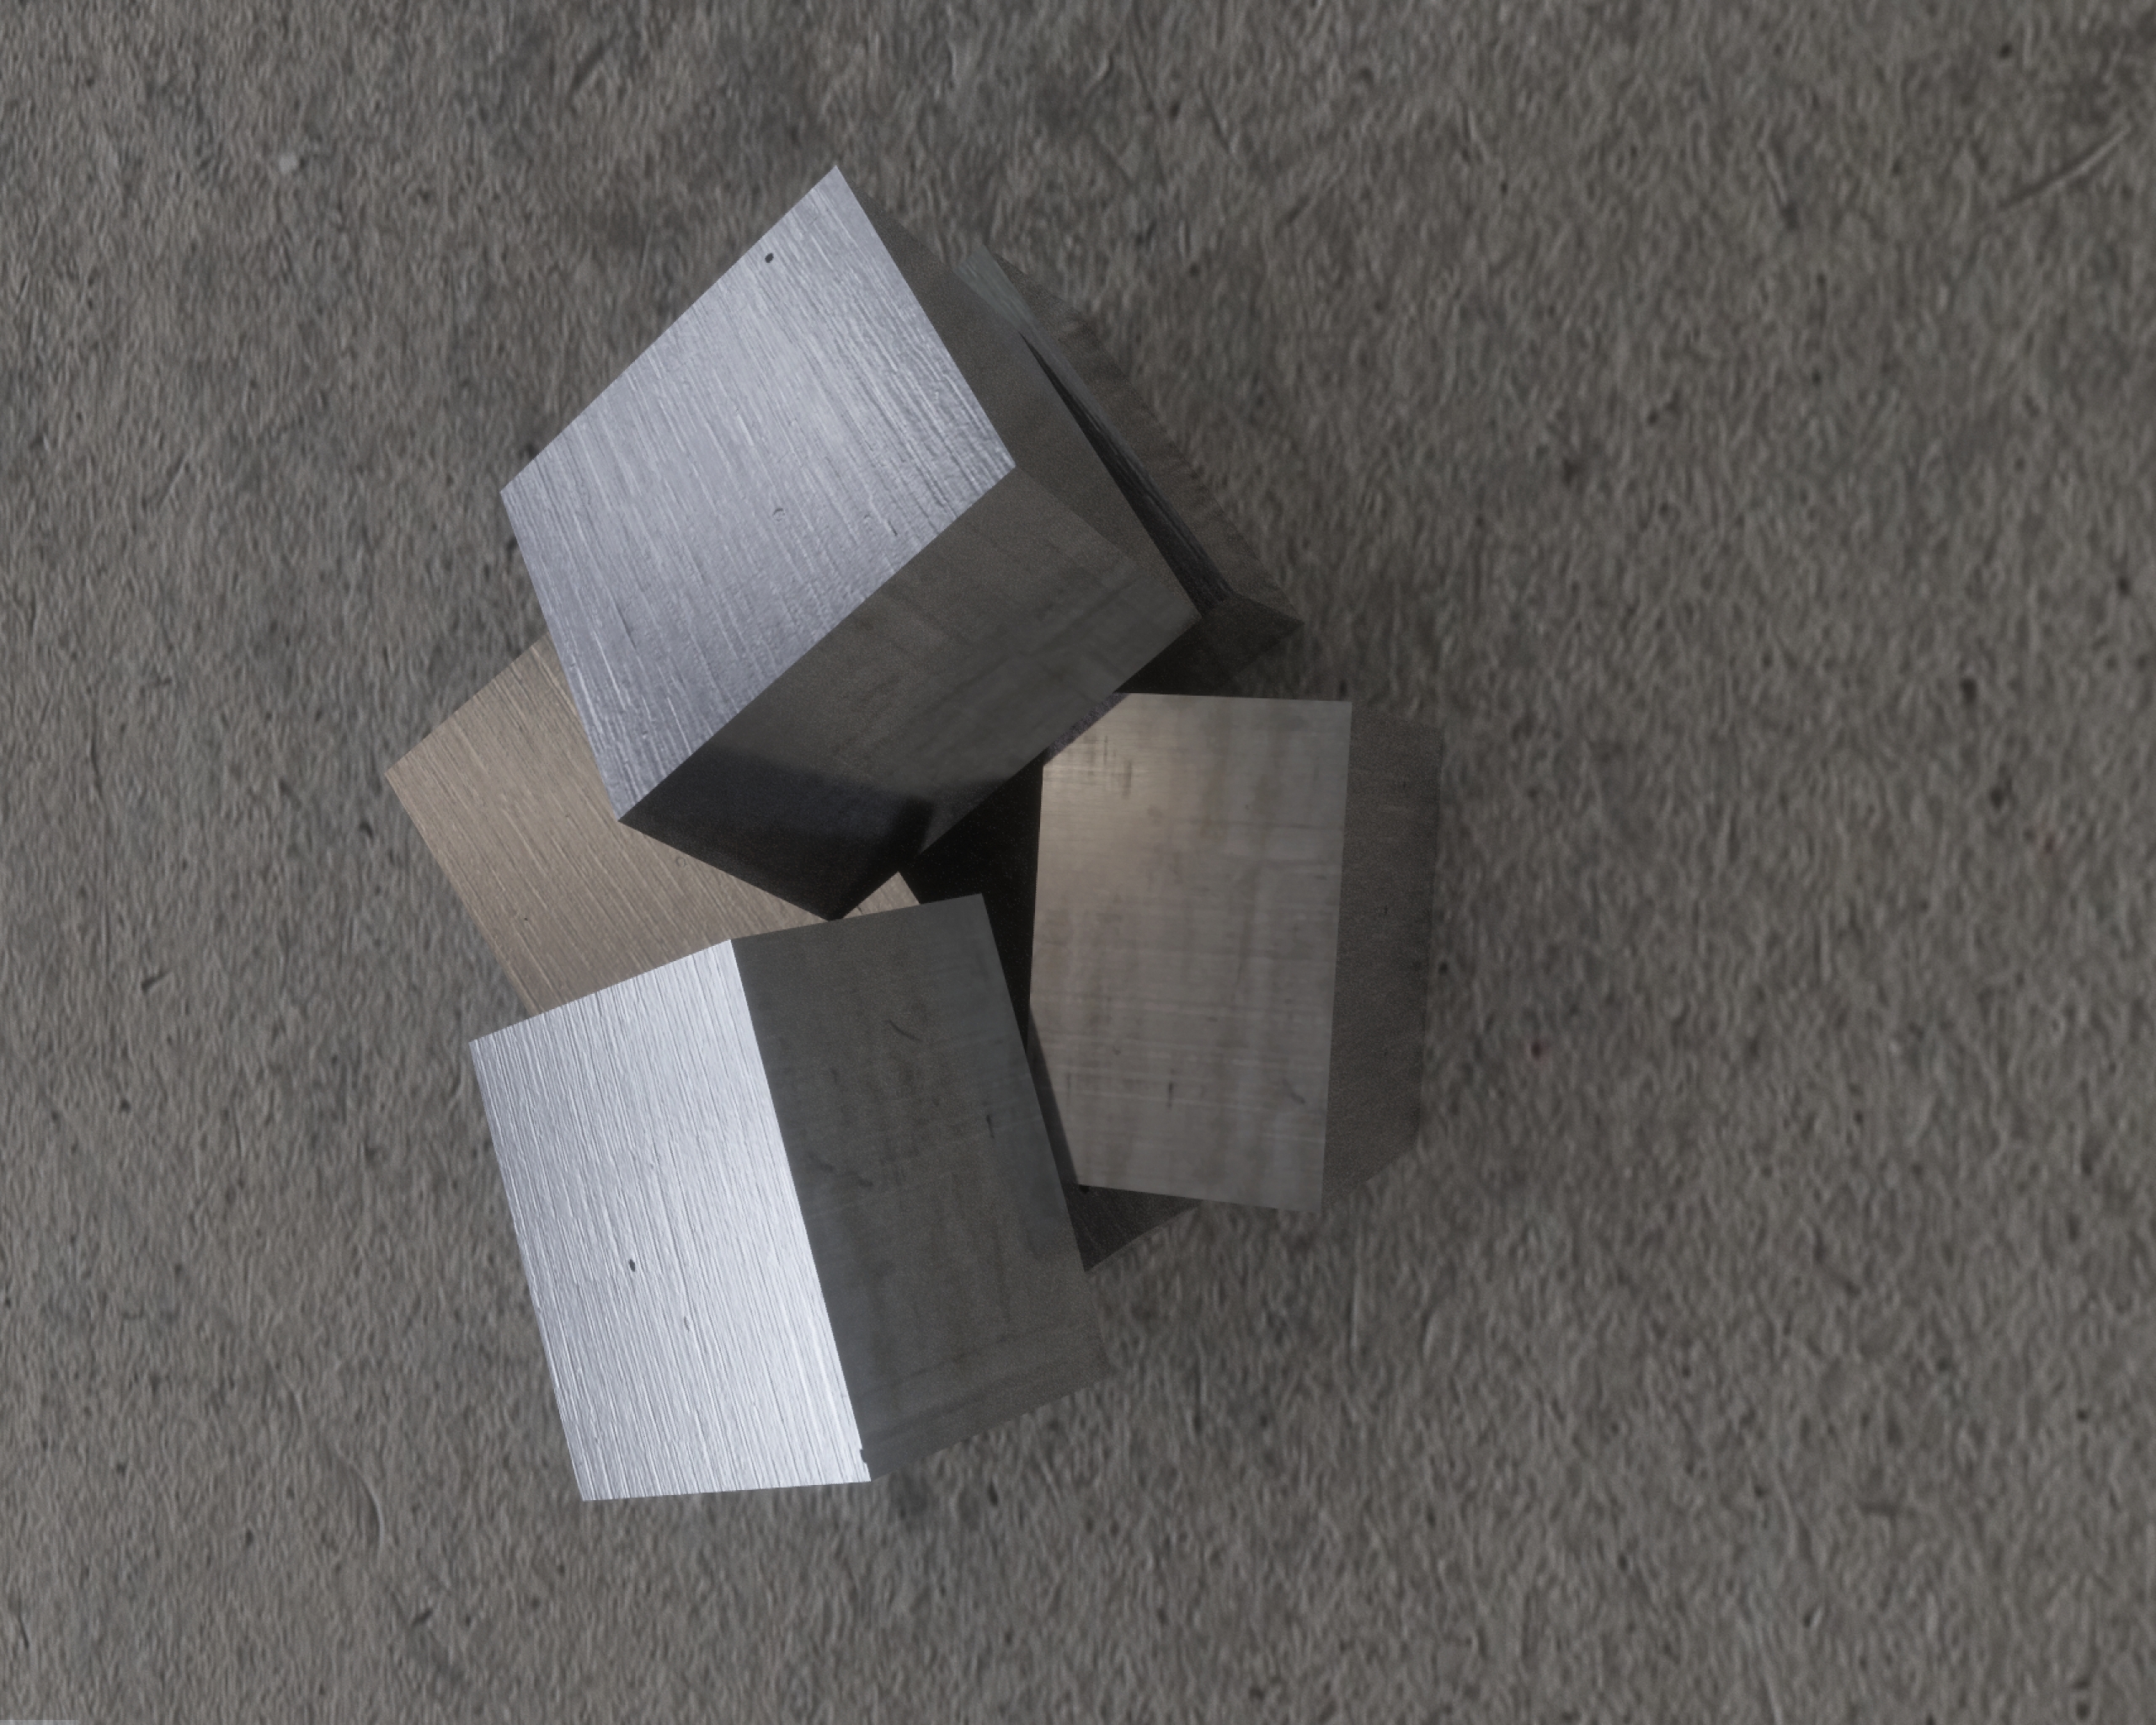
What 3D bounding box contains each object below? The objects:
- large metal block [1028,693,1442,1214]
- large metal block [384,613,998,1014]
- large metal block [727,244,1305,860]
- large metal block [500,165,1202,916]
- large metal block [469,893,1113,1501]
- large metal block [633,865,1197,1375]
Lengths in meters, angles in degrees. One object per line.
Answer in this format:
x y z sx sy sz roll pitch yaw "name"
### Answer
0.030 0.013 0.369 0.050 0.080 0.079 4 91 20 "large metal block"
-0.078 -0.009 0.423 0.080 0.050 0.080 -37 78 16 "large metal block"
-0.017 -0.056 0.402 0.080 0.050 0.080 -37 78 16 "large metal block"
-0.040 -0.051 0.341 0.080 0.050 0.080 -39 53 15 "large metal block"
-0.049 0.056 0.344 0.080 0.050 0.080 -20 83 44 "large metal block"
-0.034 0.056 0.407 0.080 0.050 0.080 -37 78 16 "large metal block"
